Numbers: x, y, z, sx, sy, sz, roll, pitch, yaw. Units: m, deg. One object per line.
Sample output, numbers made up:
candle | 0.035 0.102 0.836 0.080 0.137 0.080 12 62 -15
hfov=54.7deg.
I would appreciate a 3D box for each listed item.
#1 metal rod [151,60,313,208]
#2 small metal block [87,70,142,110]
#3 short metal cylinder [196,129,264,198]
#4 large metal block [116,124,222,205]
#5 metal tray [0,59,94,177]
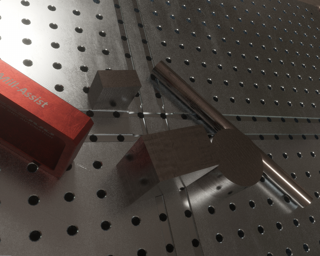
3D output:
metal rod | 0.106 0.009 0.462 0.300 0.025 0.025 42 51 0
small metal block | -0.058 -0.048 0.391 0.050 0.050 0.025 -7 66 -32
short metal cylinder | 0.089 0.047 0.413 0.081 0.050 0.080 14 56 -21
large metal block | 0.007 0.042 0.353 0.081 0.080 0.050 -10 67 -33
metal tray | -0.137 -0.012 0.300 0.130 0.090 0.030 34 51 -7
